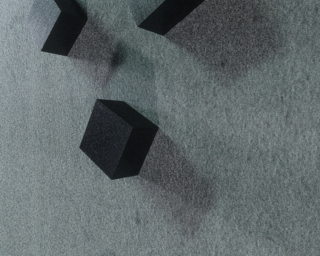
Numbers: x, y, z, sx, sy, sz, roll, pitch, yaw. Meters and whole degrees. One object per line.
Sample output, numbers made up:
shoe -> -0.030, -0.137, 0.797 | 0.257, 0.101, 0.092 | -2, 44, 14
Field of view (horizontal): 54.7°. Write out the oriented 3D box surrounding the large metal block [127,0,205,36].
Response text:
large metal block -> 0.003, -0.177, 0.385 | 0.080, 0.050, 0.080 | -32, 70, 35

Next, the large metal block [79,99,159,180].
large metal block -> -0.059, 0.014, 0.435 | 0.080, 0.050, 0.079 | 36, 112, 33

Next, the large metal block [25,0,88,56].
large metal block -> -0.181, -0.185, 0.535 | 0.080, 0.050, 0.080 | -49, 62, 28
